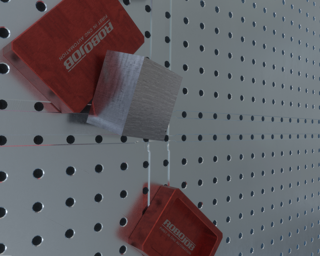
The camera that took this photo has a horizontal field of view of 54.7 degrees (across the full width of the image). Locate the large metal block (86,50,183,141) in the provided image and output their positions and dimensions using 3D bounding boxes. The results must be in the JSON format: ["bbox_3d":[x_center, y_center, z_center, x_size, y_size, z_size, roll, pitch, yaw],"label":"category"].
[{"bbox_3d":[-0.025,-0.033,0.347,0.080,0.050,0.080,12,95,-58],"label":"large metal block"}]

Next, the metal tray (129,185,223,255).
[{"bbox_3d":[0.028,0.153,0.429,0.130,0.030,0.090,49,61,-29],"label":"metal tray"}]

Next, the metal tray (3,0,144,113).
[{"bbox_3d":[-0.085,-0.090,0.335,0.090,0.030,0.130,51,60,-28],"label":"metal tray"}]
